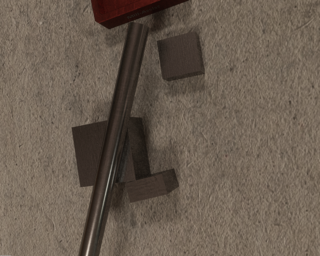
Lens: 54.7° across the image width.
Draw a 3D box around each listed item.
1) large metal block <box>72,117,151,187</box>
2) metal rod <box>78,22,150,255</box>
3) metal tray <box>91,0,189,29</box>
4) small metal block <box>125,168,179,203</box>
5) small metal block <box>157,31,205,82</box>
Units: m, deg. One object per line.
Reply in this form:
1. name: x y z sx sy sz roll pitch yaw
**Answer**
1. large metal block: -0.065 0.032 0.417 0.080 0.050 0.080 -10 87 19
2. metal rod: -0.058 0.025 0.375 0.025 0.025 0.298 15 95 19
3. metal tray: -0.032 -0.198 0.416 0.130 0.030 0.089 -13 86 19
4. small metal block: -0.009 0.073 0.398 0.050 0.050 0.025 -17 85 19
5. small metal block: 0.027 -0.091 0.399 0.050 0.025 0.050 -9 87 19
